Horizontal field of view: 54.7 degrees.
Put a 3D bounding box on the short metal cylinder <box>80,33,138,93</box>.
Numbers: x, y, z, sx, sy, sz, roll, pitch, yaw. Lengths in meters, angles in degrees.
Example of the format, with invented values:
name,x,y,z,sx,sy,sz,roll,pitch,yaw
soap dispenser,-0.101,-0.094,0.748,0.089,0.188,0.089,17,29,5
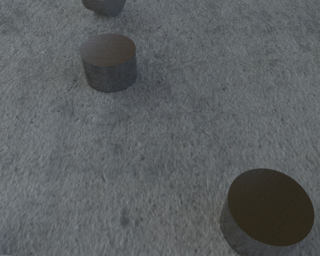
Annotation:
name,x,y,z,sx,sy,sz,roll,pitch,yaw
short metal cylinder,-0.076,-0.099,0.469,0.081,0.050,0.080,0,50,0

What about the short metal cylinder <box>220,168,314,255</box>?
name,x,y,z,sx,sy,sz,roll,pitch,yaw
short metal cylinder,0.105,0.088,0.314,0.081,0.050,0.080,0,50,0

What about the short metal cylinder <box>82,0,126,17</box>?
name,x,y,z,sx,sy,sz,roll,pitch,yaw
short metal cylinder,-0.104,-0.256,0.581,0.050,0.080,0.080,22,53,17
